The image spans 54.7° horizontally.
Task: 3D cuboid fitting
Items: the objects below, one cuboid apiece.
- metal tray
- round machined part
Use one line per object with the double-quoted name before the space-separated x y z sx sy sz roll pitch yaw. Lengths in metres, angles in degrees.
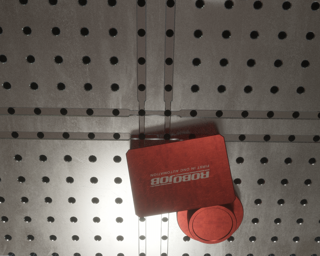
"metal tray" 0.027 0.063 0.415 0.131 0.030 0.090 -10 84 3
"round machined part" 0.074 0.129 0.453 0.099 0.042 0.097 0 110 -1
